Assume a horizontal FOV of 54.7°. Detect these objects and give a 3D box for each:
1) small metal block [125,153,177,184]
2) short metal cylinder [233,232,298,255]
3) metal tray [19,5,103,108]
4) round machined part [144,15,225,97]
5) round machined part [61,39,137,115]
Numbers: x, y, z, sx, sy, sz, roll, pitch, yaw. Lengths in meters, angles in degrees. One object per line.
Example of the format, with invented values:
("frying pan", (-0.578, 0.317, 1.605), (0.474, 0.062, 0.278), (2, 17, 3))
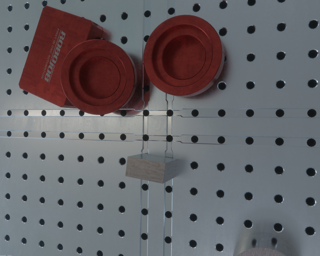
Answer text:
("small metal block", (-0.010, 0.051, 0.403), (0.050, 0.050, 0.025), (8, 93, 20))
("short metal cylinder", (0.122, 0.168, 0.356), (0.080, 0.050, 0.079), (0, 90, 20))
("metal tray", (-0.149, -0.105, 0.463), (0.090, 0.030, 0.129), (24, 98, 18))
("round machined part", (0.033, -0.088, 0.392), (0.098, 0.042, 0.097), (0, 90, 19))
("round machined part", (-0.080, -0.068, 0.422), (0.099, 0.042, 0.097), (1, 98, 4))
